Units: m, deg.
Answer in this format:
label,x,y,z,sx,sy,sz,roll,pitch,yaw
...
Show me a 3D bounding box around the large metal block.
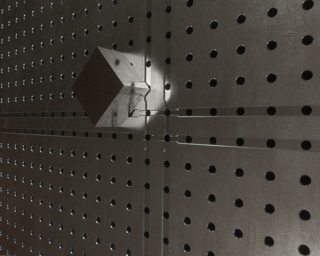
label,x,y,z,sx,sy,sz,roll,pitch,yaw
large metal block,-0.074,-0.058,0.452,0.080,0.050,0.080,-49,61,28
